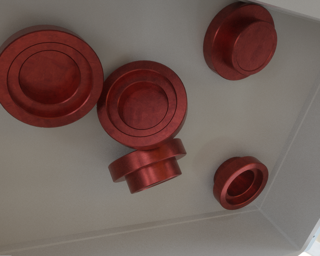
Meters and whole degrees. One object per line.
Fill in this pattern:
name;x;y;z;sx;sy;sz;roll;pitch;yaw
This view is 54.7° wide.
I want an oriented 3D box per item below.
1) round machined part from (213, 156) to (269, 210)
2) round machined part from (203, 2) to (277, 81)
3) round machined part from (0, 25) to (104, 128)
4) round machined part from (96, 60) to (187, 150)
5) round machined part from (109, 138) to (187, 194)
round machined part;0.131;0.088;0.527;0.099;0.042;0.097;-14;125;-21
round machined part;0.108;-0.106;0.393;0.099;0.042;0.097;-14;125;-21
round machined part;-0.109;-0.052;0.306;0.099;0.042;0.097;-14;125;-21
round machined part;-0.018;-0.023;0.351;0.098;0.098;0.042;-38;166;-3
round machined part;-0.012;0.051;0.390;0.099;0.042;0.098;-21;168;-4
